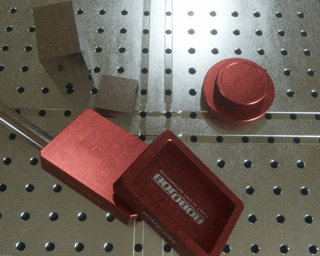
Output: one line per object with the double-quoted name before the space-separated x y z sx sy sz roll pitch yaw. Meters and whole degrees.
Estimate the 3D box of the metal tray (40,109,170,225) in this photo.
"metal tray" -0.063 0.043 0.374 0.130 0.030 0.090 32 52 8

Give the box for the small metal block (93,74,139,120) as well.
"small metal block" -0.059 -0.042 0.426 0.050 0.025 0.050 9 70 3

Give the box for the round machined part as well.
"round machined part" 0.108 -0.055 0.424 0.099 0.042 0.098 0 70 -1

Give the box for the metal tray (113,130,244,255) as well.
"metal tray" 0.024 0.077 0.345 0.130 0.030 0.090 45 52 -3

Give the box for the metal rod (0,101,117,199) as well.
"metal rod" -0.157 0.015 0.404 0.301 0.025 0.025 32 73 10

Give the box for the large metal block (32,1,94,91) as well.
"large metal block" -0.129 -0.109 0.421 0.050 0.080 0.080 -13 71 -5
